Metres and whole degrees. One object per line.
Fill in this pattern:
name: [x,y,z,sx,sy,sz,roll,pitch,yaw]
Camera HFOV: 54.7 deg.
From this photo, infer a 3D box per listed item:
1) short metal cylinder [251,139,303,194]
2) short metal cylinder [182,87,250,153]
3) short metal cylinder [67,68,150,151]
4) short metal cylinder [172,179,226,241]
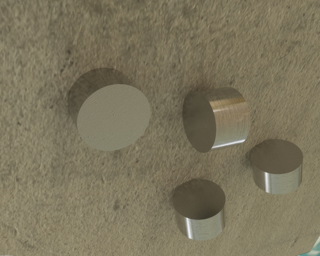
short metal cylinder: [0.196,0.064,0.521,0.080,0.080,0.050,-27,128,-12]
short metal cylinder: [0.071,-0.011,0.405,0.050,0.080,0.079,-10,123,-24]
short metal cylinder: [-0.058,-0.021,0.347,0.081,0.050,0.079,-14,125,-21]
short metal cylinder: [0.063,0.127,0.486,0.081,0.080,0.050,-21,127,-16]
